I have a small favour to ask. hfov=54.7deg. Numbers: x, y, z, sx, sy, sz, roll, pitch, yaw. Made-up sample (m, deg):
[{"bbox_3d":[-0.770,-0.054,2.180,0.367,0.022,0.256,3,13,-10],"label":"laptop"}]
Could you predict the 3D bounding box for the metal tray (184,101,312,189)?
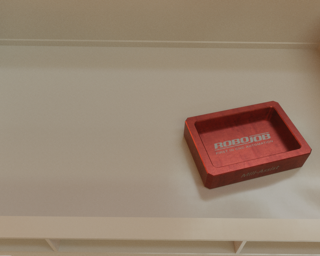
[{"bbox_3d":[0.105,0.017,0.388,0.131,0.030,0.090,-11,51,-10],"label":"metal tray"}]
